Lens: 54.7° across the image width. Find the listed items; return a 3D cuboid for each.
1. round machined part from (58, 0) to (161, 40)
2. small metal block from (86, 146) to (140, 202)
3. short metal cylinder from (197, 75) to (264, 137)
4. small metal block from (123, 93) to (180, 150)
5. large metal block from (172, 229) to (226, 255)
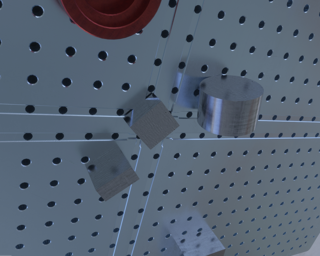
[{"bbox_3d":[-0.049,-0.137,0.290,0.099,0.042,0.097,-14,125,-21],"label":"round machined part"},{"bbox_3d":[-0.062,0.057,0.398,0.050,0.050,0.025,-33,129,-7],"label":"small metal block"},{"bbox_3d":[0.091,-0.031,0.408,0.081,0.080,0.050,-13,124,-21],"label":"short metal cylinder"},{"bbox_3d":[-0.011,-0.008,0.402,0.050,0.025,0.050,-40,130,-1],"label":"small metal block"},{"bbox_3d":[0.070,0.250,0.590,0.081,0.050,0.079,-7,122,-25],"label":"large metal block"}]
